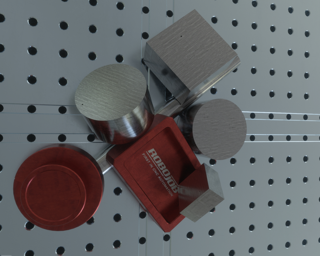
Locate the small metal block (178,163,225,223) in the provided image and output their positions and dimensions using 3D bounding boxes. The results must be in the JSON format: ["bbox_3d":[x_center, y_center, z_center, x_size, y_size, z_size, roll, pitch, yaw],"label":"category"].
[{"bbox_3d":[0.049,0.080,0.387,0.025,0.050,0.050,37,113,-19],"label":"small metal block"}]

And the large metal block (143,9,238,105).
[{"bbox_3d":[0.037,-0.090,0.400,0.080,0.050,0.080,-39,83,-16],"label":"large metal block"}]

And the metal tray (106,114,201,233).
[{"bbox_3d":[0.004,0.058,0.396,0.090,0.030,0.130,-39,115,-15],"label":"metal tray"}]

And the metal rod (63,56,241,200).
[{"bbox_3d":[-0.005,-0.009,0.412,0.301,0.025,0.025,-39,103,-15],"label":"metal rod"}]

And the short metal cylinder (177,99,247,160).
[{"bbox_3d":[0.070,0.002,0.424,0.081,0.050,0.079,0,90,-20],"label":"short metal cylinder"}]

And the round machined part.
[{"bbox_3d":[-0.114,0.070,0.348,0.099,0.042,0.097,-1,96,-5],"label":"round machined part"}]

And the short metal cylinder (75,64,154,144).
[{"bbox_3d":[-0.050,-0.028,0.359,0.080,0.050,0.080,-5,57,7],"label":"short metal cylinder"}]
